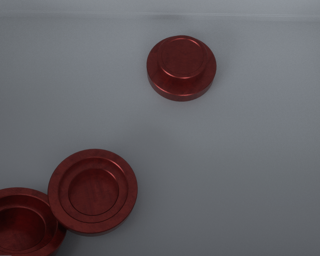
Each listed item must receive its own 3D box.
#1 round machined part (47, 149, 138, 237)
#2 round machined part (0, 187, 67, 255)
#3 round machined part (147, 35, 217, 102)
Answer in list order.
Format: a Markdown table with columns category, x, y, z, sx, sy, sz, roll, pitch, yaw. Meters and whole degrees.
| category | x | y | z | sx | sy | sz | roll | pitch | yaw |
| --- | --- | --- | --- | --- | --- | --- | --- | --- | --- |
| round machined part | -0.078 | 0.077 | 0.364 | 0.099 | 0.042 | 0.098 | 5 | 61 | -9 |
| round machined part | -0.157 | 0.115 | 0.338 | 0.099 | 0.042 | 0.098 | 22 | 29 | -12 |
| round machined part | 0.031 | -0.090 | 0.434 | 0.099 | 0.042 | 0.098 | 0 | 70 | -1 |
